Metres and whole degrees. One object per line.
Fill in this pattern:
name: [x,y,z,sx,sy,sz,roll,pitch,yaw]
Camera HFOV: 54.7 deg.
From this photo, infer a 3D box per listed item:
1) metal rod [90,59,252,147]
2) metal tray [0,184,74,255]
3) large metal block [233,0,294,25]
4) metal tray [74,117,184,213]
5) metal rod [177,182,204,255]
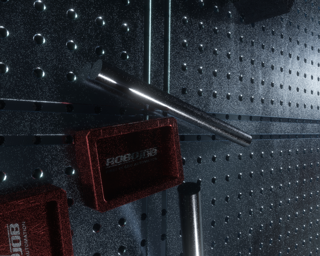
metal rod: [0.038,-0.023,0.443,0.302,0.025,0.025,21,77,-38]
metal tray: [-0.132,0.128,0.296,0.091,0.030,0.129,-9,96,-40]
large metal block: [0.184,-0.233,0.531,0.050,0.080,0.080,42,64,-32]
metal tray: [-0.032,0.039,0.379,0.131,0.030,0.089,-11,95,-39]
metal rod: [0.045,0.201,0.391,0.025,0.025,0.298,-25,120,-38]
